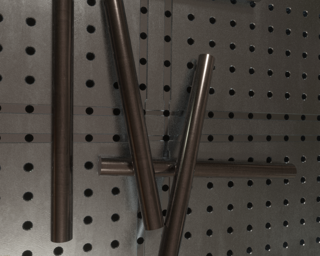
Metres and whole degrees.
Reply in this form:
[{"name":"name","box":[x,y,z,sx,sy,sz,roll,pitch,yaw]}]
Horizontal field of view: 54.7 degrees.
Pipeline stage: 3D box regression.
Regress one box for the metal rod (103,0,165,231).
[{"name":"metal rod","box":[-0.034,-0.027,0.382,0.025,0.025,0.298,-9,87,-20]}]

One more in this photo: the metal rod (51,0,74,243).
[{"name":"metal rod","box":[-0.116,-0.017,0.369,0.025,0.025,0.298,0,90,-20]}]

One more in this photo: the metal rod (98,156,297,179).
[{"name":"metal rod","box":[0.066,0.058,0.438,0.302,0.025,0.025,4,89,-20]}]

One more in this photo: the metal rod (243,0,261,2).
[{"name":"metal rod","box":[0.009,-0.202,0.416,0.303,0.025,0.025,-1,90,-21]}]

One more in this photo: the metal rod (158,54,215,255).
[{"name":"metal rod","box":[0.034,0.042,0.400,0.025,0.025,0.299,18,74,-20]}]
